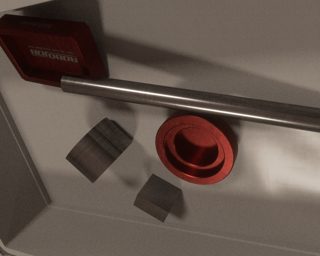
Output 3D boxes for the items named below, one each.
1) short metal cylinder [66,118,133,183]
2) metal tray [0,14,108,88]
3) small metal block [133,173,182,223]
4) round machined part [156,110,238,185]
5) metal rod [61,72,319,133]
[{"bbox_3d":[-0.084,0.031,0.435,0.050,0.080,0.080,44,129,-2],"label":"short metal cylinder"},{"bbox_3d":[-0.140,-0.094,0.399,0.130,0.030,0.090,13,145,20],"label":"metal tray"},{"bbox_3d":[-0.003,0.102,0.456,0.050,0.050,0.025,28,128,10],"label":"small metal block"},{"bbox_3d":[0.048,0.018,0.383,0.098,0.042,0.097,13,124,20],"label":"round machined part"},{"bbox_3d":[0.031,-0.031,0.345,0.301,0.025,0.025,10,123,12],"label":"metal rod"}]
